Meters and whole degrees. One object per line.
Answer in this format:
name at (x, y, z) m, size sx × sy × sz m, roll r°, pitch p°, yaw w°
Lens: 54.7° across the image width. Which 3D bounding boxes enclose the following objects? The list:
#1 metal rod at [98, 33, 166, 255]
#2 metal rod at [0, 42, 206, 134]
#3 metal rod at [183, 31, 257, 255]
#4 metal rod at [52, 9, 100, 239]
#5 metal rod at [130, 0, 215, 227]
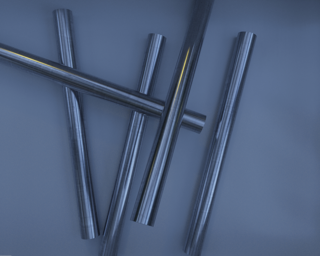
metal rod at (-0.037, 0.024, 0.410) m, size 0.025 × 0.025 × 0.298 m, roll 13°, pitch 90°, yaw -1°
metal rod at (-0.089, -0.054, 0.384) m, size 0.302 × 0.025 × 0.025 m, roll 19°, pitch 90°, yaw -1°
metal rod at (0.079, 0.021, 0.412) m, size 0.025 × 0.025 × 0.298 m, roll 14°, pitch 90°, yaw -1°
metal rod at (-0.110, -0.005, 0.409) m, size 0.025 × 0.025 × 0.298 m, roll -7°, pitch 90°, yaw 0°
metal rod at (0.021, -0.038, 0.365) m, size 0.025 × 0.025 × 0.299 m, roll 17°, pitch 71°, yaw 0°
